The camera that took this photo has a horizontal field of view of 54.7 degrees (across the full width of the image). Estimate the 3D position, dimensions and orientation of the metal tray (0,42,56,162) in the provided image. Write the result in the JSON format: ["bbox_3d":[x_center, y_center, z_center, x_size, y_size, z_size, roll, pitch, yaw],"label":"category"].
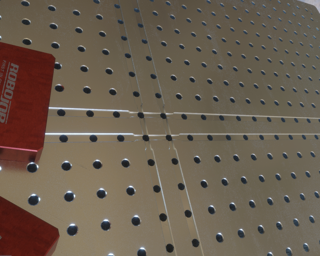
[{"bbox_3d":[-0.168,-0.032,0.334,0.091,0.030,0.130,10,57,-23],"label":"metal tray"}]

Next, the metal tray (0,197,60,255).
[{"bbox_3d":[-0.151,0.113,0.229,0.090,0.030,0.130,29,39,2],"label":"metal tray"}]
